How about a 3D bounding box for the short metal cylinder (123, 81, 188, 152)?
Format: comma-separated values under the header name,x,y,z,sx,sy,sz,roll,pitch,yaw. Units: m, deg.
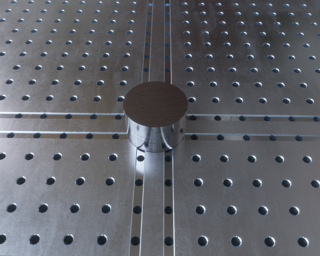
name,x,y,z,sx,sy,sz,roll,pitch,yaw
short metal cylinder,-0.006,-0.015,0.404,0.081,0.050,0.080,0,50,0
